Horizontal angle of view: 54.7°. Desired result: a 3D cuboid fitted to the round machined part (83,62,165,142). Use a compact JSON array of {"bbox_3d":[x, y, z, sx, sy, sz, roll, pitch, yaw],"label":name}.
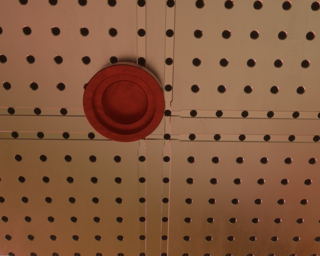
[{"bbox_3d":[-0.043,-0.035,0.391,0.099,0.042,0.097,0,110,-1],"label":"round machined part"}]
